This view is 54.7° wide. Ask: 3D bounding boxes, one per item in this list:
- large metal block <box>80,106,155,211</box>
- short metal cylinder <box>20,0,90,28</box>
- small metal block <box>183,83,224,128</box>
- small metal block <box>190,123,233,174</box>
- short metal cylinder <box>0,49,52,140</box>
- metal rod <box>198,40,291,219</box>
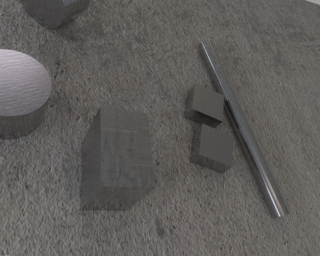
[{"bbox_3d":[-0.048,0.036,0.321,0.050,0.080,0.080,8,59,-24],"label":"large metal block"},{"bbox_3d":[-0.139,-0.178,0.403,0.080,0.080,0.050,40,51,-1],"label":"short metal cylinder"},{"bbox_3d":[0.066,-0.032,0.459,0.050,0.025,0.050,22,54,-15],"label":"small metal block"},{"bbox_3d":[0.071,0.028,0.425,0.050,0.025,0.050,22,54,-15],"label":"small metal block"},{"bbox_3d":[-0.159,-0.034,0.323,0.081,0.050,0.080,14,56,-21],"label":"short metal cylinder"},{"bbox_3d":[0.122,-0.012,0.476,0.025,0.025,0.299,-5,64,-30],"label":"metal rod"}]
